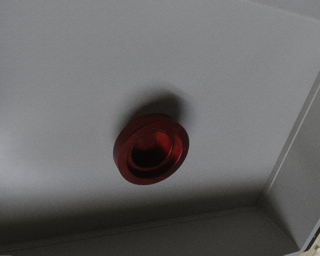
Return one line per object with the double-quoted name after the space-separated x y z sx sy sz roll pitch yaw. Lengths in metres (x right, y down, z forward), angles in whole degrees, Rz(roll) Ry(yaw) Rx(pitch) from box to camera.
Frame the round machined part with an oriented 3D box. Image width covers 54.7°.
-0.015 0.024 0.406 0.099 0.042 0.097 -14 125 -21 "round machined part"
